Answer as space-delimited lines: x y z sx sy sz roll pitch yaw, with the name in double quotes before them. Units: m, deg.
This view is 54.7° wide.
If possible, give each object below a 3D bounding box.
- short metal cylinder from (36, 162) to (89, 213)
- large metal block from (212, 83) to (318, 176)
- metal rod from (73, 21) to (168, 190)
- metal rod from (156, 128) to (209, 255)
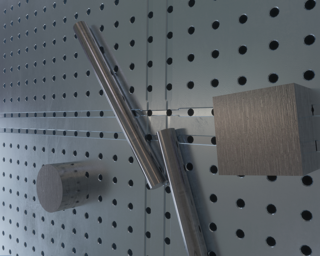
"short metal cylinder" -0.168 0.100 0.531 0.080 0.050 0.079 0 90 40
"large metal block" 0.103 0.004 0.308 0.080 0.050 0.080 -7 86 39
"metal rod" -0.067 -0.047 0.464 0.025 0.025 0.299 -42 65 32
"metal rod" 0.044 0.145 0.373 0.025 0.025 0.299 -24 75 37
